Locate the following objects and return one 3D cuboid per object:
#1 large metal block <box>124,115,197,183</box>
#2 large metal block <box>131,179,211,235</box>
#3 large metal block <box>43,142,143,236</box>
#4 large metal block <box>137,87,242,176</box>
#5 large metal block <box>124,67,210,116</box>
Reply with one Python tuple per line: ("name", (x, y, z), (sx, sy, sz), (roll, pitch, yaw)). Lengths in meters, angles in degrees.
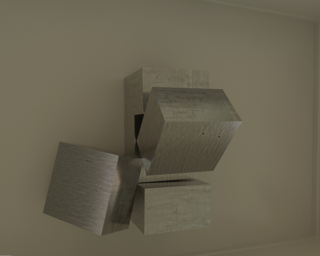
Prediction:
("large metal block", (0.000, 0.024, 0.398), (0.081, 0.050, 0.079), (-1, 90, -20))
("large metal block", (0.007, 0.090, 0.383), (0.081, 0.080, 0.050), (0, 90, -20))
("large metal block", (-0.073, 0.064, 0.345), (0.050, 0.080, 0.080), (20, 82, -63))
("large metal block", (0.027, 0.004, 0.331), (0.081, 0.079, 0.050), (-1, 46, -21))
("large metal block", (0.006, -0.041, 0.382), (0.081, 0.080, 0.050), (-1, 91, -20))
